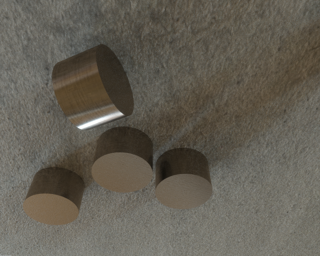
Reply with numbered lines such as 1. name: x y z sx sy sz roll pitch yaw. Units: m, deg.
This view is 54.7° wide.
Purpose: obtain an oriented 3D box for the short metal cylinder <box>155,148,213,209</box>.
1. short metal cylinder: 0.034 0.075 0.455 0.081 0.050 0.079 0 130 0

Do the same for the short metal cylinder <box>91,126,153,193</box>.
1. short metal cylinder: -0.050 0.044 0.428 0.081 0.050 0.079 0 130 0

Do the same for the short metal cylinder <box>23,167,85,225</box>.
1. short metal cylinder: -0.162 0.106 0.479 0.081 0.050 0.079 0 130 0

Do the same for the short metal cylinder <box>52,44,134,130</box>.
1. short metal cylinder: -0.069 -0.043 0.334 0.050 0.080 0.080 -19 128 15
